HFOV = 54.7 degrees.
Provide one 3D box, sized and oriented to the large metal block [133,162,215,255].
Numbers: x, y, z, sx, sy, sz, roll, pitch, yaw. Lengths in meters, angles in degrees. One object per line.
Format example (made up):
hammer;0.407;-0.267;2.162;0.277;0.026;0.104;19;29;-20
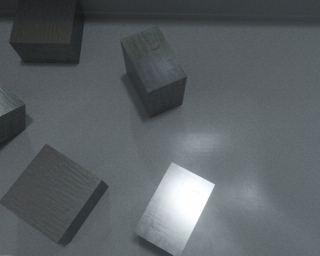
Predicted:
large metal block;0.015;0.093;0.347;0.050;0.080;0.080;27;72;9

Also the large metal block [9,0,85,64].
large metal block;-0.159;-0.141;0.446;0.081;0.050;0.080;1;70;0

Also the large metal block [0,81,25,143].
large metal block;-0.229;-0.020;0.384;0.080;0.050;0.080;39;47;12

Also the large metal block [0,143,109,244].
large metal block;-0.121;0.078;0.366;0.080;0.050;0.080;31;73;10

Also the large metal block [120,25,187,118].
large metal block;-0.009;-0.071;0.406;0.050;0.080;0.080;-24;72;-9
